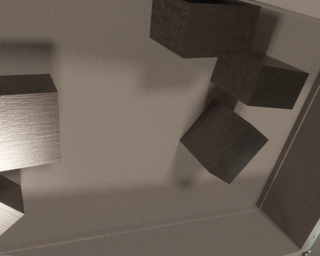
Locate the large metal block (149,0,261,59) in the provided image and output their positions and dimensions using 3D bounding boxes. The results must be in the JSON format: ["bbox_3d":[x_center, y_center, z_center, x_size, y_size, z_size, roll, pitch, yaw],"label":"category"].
[{"bbox_3d":[0.044,-0.112,0.329,0.081,0.080,0.050,-8,122,-25],"label":"large metal block"}]

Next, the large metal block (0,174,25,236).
[{"bbox_3d":[-0.209,0.086,0.332,0.080,0.050,0.080,-42,130,0],"label":"large metal block"}]

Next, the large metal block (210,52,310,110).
[{"bbox_3d":[0.127,-0.066,0.404,0.081,0.080,0.050,2,118,-30],"label":"large metal block"}]

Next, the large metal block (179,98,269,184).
[{"bbox_3d":[0.087,0.017,0.433,0.050,0.080,0.080,33,100,-39],"label":"large metal block"}]

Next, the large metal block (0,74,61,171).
[{"bbox_3d":[-0.146,-0.006,0.309,0.081,0.050,0.079,-7,122,-25],"label":"large metal block"}]
